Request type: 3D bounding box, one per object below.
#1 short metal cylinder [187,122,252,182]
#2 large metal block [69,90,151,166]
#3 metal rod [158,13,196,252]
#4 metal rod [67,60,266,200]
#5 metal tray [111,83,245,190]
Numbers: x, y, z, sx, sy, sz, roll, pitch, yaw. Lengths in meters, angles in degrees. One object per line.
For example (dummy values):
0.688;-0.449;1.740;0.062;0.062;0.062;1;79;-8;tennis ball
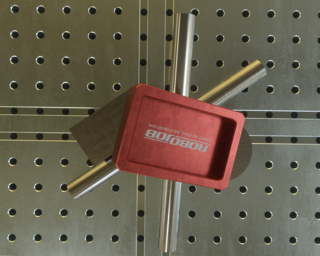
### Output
0.072;0.026;0.401;0.081;0.050;0.079;0;90;-1;short metal cylinder
-0.054;0.000;0.385;0.080;0.080;0.050;-34;90;0;large metal block
0.020;0.013;0.391;0.025;0.025;0.298;4;99;-1;metal rod
0.009;0.002;0.414;0.301;0.025;0.025;-34;90;-1;metal rod
0.022;0.012;0.341;0.131;0.030;0.089;14;90;-19;metal tray
